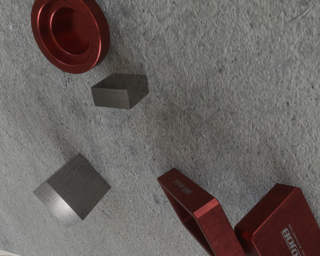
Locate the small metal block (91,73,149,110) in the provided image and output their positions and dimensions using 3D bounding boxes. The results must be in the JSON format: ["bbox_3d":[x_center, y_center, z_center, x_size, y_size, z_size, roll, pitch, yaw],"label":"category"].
[{"bbox_3d":[-0.049,-0.047,0.386,0.050,0.050,0.025,7,121,24],"label":"small metal block"}]

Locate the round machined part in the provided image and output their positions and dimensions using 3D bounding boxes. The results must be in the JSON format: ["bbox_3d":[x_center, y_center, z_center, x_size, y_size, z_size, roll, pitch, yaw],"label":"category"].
[{"bbox_3d":[-0.102,-0.118,0.374,0.098,0.042,0.097,13,124,20],"label":"round machined part"}]

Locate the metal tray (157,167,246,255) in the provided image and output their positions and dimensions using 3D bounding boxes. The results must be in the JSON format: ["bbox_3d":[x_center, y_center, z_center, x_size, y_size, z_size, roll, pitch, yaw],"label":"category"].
[{"bbox_3d":[0.047,0.110,0.394,0.090,0.030,0.130,62,168,-17],"label":"metal tray"}]

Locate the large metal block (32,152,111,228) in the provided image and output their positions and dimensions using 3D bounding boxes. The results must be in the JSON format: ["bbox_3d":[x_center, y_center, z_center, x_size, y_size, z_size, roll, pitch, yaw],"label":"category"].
[{"bbox_3d":[-0.141,0.100,0.505,0.050,0.080,0.080,-33,100,38],"label":"large metal block"}]

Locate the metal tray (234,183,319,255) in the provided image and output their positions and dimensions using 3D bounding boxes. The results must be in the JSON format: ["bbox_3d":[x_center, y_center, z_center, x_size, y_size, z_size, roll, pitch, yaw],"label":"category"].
[{"bbox_3d":[0.153,0.144,0.371,0.130,0.090,0.030,60,156,-15],"label":"metal tray"}]
